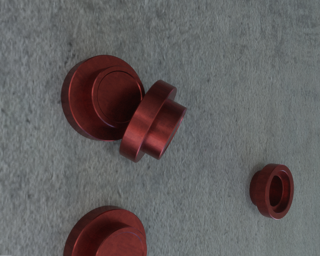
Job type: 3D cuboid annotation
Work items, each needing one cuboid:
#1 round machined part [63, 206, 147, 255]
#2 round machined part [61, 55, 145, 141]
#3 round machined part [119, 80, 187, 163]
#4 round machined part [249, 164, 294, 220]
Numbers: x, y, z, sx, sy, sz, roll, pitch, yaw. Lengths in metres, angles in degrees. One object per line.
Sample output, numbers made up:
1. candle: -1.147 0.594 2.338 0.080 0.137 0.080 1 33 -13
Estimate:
1. round machined part: -0.054 0.141 0.351 0.099 0.042 0.097 0 90 -40
2. round machined part: -0.055 -0.034 0.349 0.099 0.042 0.097 0 90 -40
3. round machined part: -0.003 -0.002 0.355 0.042 0.098 0.098 28 67 6
4. round machined part: 0.201 0.113 0.566 0.099 0.042 0.097 0 90 -40
